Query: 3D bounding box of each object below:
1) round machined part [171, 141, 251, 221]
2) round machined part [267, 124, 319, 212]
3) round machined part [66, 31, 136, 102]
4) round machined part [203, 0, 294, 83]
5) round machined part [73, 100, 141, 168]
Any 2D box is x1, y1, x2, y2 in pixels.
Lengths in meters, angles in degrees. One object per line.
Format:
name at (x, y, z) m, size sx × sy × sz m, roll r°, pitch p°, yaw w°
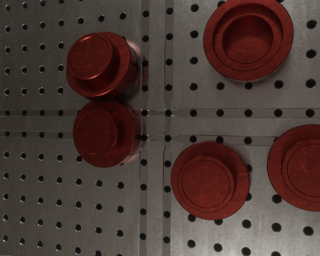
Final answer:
round machined part at (0.060, 0.066, 0.382) m, size 0.098 × 0.042 × 0.097 m, roll 0°, pitch 90°, yaw 19°
round machined part at (0.171, 0.045, 0.344) m, size 0.098 × 0.042 × 0.097 m, roll 0°, pitch 90°, yaw 19°
round machined part at (-0.085, -0.088, 0.419) m, size 0.098 × 0.042 × 0.098 m, roll -5°, pitch 72°, yaw 17°
round machined part at (0.104, -0.102, 0.367) m, size 0.098 × 0.042 × 0.097 m, roll 0°, pitch 90°, yaw 19°
round machined part at (-0.080, 0.007, 0.431) m, size 0.098 × 0.042 × 0.097 m, roll 0°, pitch 90°, yaw 19°
